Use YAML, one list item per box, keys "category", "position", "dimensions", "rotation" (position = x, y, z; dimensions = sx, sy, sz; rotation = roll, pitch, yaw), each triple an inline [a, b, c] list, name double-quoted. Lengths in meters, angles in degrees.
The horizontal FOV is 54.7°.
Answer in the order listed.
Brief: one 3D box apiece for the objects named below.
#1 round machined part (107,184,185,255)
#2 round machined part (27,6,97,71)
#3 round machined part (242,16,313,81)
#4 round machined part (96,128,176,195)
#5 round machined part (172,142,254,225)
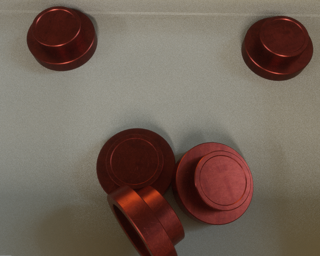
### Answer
- category: "round machined part"
  position: [-0.011, 0.100, 0.327]
  dimensions: [0.042, 0.098, 0.098]
  rotation: [-32, 73, -22]
- category: "round machined part"
  position: [-0.144, -0.135, 0.449]
  dimensions: [0.099, 0.042, 0.098]
  rotation: [0, 70, 0]
- category: "round machined part"
  position: [0.172, -0.121, 0.446]
  dimensions: [0.099, 0.042, 0.098]
  rotation: [0, 70, 0]
- category: "round machined part"
  position: [-0.030, 0.046, 0.384]
  dimensions: [0.099, 0.042, 0.098]
  rotation: [0, 70, 0]
- category: "round machined part"
  position: [0.067, 0.064, 0.366]
  dimensions: [0.099, 0.042, 0.098]
  rotation: [4, 73, -13]
